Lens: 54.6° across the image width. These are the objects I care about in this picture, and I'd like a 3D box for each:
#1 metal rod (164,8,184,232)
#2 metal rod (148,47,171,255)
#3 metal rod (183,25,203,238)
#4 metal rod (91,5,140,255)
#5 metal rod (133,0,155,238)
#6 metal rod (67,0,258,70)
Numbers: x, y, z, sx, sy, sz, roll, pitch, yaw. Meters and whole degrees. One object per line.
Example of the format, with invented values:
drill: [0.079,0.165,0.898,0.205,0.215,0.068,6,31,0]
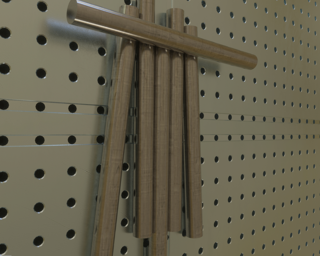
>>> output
metal rod: [0.019,-0.011,0.425,0.025,0.025,0.298,1,89,-40]
metal rod: [-0.001,0.042,0.407,0.025,0.025,0.298,1,90,-40]
metal rod: [0.045,0.007,0.446,0.025,0.025,0.298,-3,92,-40]
metal rod: [-0.052,0.005,0.363,0.025,0.025,0.299,10,84,-40]
metal rod: [-0.020,-0.014,0.391,0.025,0.025,0.298,1,90,-40]
metal rod: [0.030,-0.110,0.400,0.302,0.025,0.025,2,89,-40]
